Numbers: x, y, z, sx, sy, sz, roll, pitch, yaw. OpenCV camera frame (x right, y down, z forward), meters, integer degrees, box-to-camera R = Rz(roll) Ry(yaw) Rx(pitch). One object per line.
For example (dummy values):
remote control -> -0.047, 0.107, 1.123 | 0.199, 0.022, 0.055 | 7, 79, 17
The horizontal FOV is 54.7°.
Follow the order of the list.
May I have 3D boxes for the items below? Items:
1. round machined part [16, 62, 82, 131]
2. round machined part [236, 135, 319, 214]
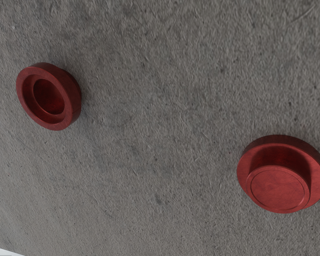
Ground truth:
round machined part -> -0.153, -0.048, 0.447 | 0.098, 0.042, 0.097 | 13, 124, 21
round machined part -> 0.138, 0.060, 0.360 | 0.098, 0.042, 0.097 | 13, 124, 21
